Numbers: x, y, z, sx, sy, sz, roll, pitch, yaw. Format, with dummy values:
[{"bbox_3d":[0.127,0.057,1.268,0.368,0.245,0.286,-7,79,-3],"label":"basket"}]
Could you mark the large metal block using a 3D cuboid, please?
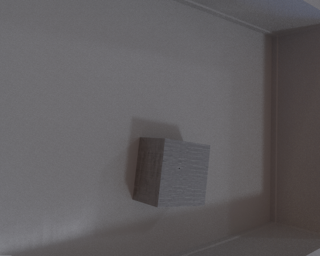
[{"bbox_3d":[0.016,0.057,0.403,0.081,0.050,0.080,10,84,-39],"label":"large metal block"}]
